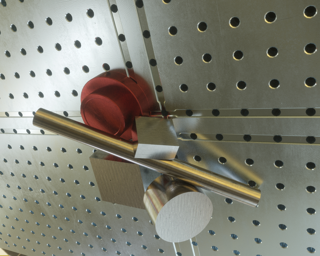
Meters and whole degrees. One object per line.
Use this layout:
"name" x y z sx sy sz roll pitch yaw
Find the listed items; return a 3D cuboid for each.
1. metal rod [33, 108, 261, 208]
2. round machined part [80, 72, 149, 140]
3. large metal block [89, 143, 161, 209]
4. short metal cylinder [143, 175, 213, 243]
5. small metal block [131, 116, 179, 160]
"metal rod" -0.016 0.038 0.400 0.301 0.025 0.025 21 127 -1
"round machined part" -0.067 -0.023 0.420 0.098 0.042 0.097 13 124 20
"large metal block" -0.047 0.067 0.457 0.080 0.050 0.079 5 121 25
"short metal cylinder" 0.024 0.106 0.419 0.081 0.050 0.079 -9 116 -18
"small metal block" -0.007 0.012 0.393 0.050 0.050 0.025 5 131 -15
